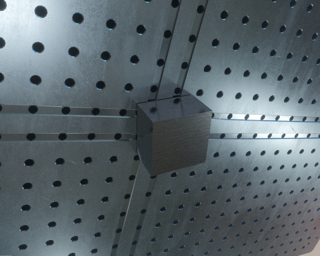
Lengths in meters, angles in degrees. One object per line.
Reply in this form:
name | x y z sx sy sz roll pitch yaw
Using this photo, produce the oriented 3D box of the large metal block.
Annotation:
large metal block | 0.017 0.008 0.407 0.081 0.050 0.079 -12 124 -22
